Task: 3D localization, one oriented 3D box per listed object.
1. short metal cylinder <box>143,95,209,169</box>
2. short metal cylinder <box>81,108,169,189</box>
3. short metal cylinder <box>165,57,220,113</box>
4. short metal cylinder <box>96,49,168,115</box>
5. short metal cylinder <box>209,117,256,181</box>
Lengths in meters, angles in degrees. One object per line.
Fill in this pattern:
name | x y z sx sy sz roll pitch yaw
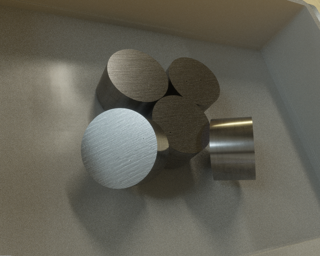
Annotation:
short metal cylinder | 0.017 0.006 0.393 0.081 0.050 0.080 14 56 -21
short metal cylinder | -0.035 0.022 0.330 0.080 0.080 0.050 59 8 13
short metal cylinder | 0.038 -0.054 0.443 0.081 0.050 0.080 14 56 -21
short metal cylinder | -0.036 -0.054 0.401 0.081 0.050 0.080 14 56 -21
short metal cylinder | 0.094 0.027 0.396 0.050 0.080 0.080 -4 55 15
